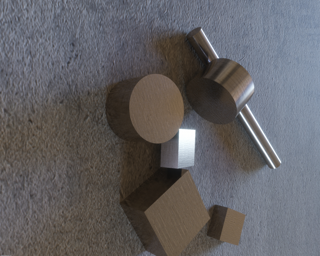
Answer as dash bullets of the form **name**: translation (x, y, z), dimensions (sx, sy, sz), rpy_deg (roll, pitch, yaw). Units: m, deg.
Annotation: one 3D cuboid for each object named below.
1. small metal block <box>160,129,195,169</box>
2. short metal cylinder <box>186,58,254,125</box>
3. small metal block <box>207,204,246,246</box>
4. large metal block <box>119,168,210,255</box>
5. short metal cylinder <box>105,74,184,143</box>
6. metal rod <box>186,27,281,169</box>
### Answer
- **small metal block**: translation (0.025, 0.026, 0.415), dimensions (0.050, 0.025, 0.050), rpy_deg (4, 88, -60)
- **short metal cylinder**: translation (0.085, -0.051, 0.439), dimensions (0.050, 0.080, 0.080), rpy_deg (-47, 118, -30)
- **small metal block**: translation (0.107, 0.155, 0.494), dimensions (0.050, 0.025, 0.050), rpy_deg (29, 72, -36)
- **large metal block**: translation (0.009, 0.106, 0.396), dimensions (0.080, 0.050, 0.080), rpy_deg (-38, 113, -33)
- **short metal cylinder**: translation (-0.018, -0.022, 0.373), dimensions (0.081, 0.050, 0.080), rpy_deg (0, 90, -40)
- **metal rod**: translation (0.132, -0.035, 0.514), dimensions (0.300, 0.025, 0.025), rpy_deg (51, 60, -28)
